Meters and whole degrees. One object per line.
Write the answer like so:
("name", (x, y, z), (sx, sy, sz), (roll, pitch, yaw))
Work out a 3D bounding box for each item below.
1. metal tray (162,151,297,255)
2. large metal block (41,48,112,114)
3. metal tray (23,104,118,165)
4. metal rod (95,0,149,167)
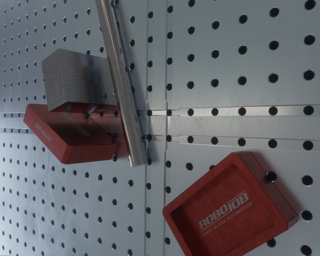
("metal tray", (0.070, 0.098, 0.347), (0.129, 0.030, 0.090), (-46, 63, 30))
("large metal block", (-0.128, -0.069, 0.479), (0.050, 0.081, 0.080), (-19, 78, 38))
("metal tray", (-0.140, 0.006, 0.482), (0.130, 0.091, 0.030), (36, 112, 34))
("metal rod", (-0.062, -0.091, 0.460), (0.025, 0.025, 0.299), (-22, 76, 38))
